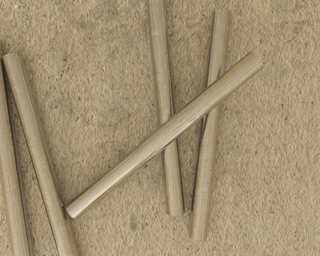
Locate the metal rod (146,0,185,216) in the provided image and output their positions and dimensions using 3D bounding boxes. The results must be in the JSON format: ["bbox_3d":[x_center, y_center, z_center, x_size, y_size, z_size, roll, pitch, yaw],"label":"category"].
[{"bbox_3d":[0.007,-0.036,0.409,0.025,0.025,0.298,-5,90,0],"label":"metal rod"}]

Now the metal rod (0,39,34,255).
[{"bbox_3d":[-0.201,0.032,0.408,0.025,0.025,0.298,-9,90,0],"label":"metal rod"}]

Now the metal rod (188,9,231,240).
[{"bbox_3d":[0.066,-0.005,0.410,0.025,0.025,0.298,6,90,0],"label":"metal rod"}]

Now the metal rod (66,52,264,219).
[{"bbox_3d":[-0.001,0.015,0.385,0.300,0.025,0.025,-40,90,9],"label":"metal rod"}]

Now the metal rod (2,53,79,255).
[{"bbox_3d":[-0.154,0.049,0.408,0.025,0.025,0.298,-16,90,0],"label":"metal rod"}]
